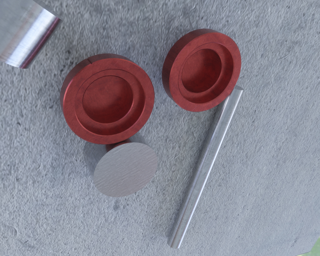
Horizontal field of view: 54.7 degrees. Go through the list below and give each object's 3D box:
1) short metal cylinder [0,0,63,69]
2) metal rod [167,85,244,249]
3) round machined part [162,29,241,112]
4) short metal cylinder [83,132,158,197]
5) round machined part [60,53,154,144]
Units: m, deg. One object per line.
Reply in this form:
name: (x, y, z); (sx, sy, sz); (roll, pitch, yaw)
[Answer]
short metal cylinder: (-0.126, -0.092, 0.246); (0.080, 0.080, 0.050); (33, 100, -39)
metal rod: (0.065, 0.073, 0.489); (0.025, 0.025, 0.298); (3, 117, -30)
round machined part: (0.046, -0.072, 0.378); (0.099, 0.042, 0.097); (-14, 125, -21)
short metal cylinder: (-0.050, 0.039, 0.389); (0.081, 0.050, 0.079); (-14, 125, -21)
round machined part: (-0.059, -0.034, 0.341); (0.099, 0.042, 0.097); (-12, 121, -21)
